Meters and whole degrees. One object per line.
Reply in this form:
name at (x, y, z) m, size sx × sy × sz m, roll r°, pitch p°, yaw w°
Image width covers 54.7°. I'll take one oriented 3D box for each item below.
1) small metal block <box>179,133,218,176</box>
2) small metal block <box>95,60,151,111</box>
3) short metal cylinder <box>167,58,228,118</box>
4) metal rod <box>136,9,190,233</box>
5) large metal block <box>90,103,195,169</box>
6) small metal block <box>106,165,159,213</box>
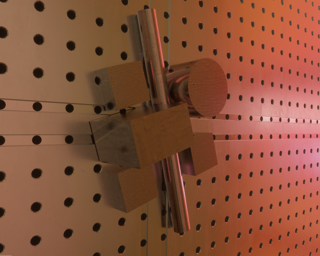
small metal block at (0.056, 0.037, 0.459) m, size 0.050 × 0.025 × 0.050 m, roll -19°, pitch 102°, yaw -39°
small metal block at (-0.044, -0.051, 0.374) m, size 0.050 × 0.025 × 0.050 m, roll -22°, pitch 104°, yaw -38°
short metal cylinder at (0.050, -0.055, 0.436) m, size 0.081 × 0.050 × 0.079 m, roll 0°, pitch 90°, yaw -40°
metal rod at (0.006, -0.003, 0.416) m, size 0.025 × 0.025 × 0.298 m, roll -16°, pitch 100°, yaw -39°
large metal block at (-0.020, 0.006, 0.356) m, size 0.081 × 0.080 × 0.050 m, roll -20°, pitch 103°, yaw -39°
small metal block at (-0.033, 0.069, 0.383) m, size 0.050 × 0.025 × 0.050 m, roll -20°, pitch 103°, yaw -38°
